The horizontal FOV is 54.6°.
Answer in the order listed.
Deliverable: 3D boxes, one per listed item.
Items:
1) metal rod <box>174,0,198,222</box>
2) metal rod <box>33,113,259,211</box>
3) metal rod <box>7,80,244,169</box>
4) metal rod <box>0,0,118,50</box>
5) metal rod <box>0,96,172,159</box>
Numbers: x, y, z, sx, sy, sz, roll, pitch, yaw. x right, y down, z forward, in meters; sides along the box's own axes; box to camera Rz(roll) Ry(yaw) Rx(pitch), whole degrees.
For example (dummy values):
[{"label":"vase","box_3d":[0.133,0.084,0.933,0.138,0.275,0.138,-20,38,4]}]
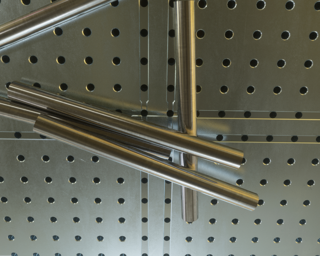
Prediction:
[{"label":"metal rod","box_3d":[0.036,-0.007,0.410,0.025,0.025,0.298,-3,110,1]},{"label":"metal rod","box_3d":[-0.011,0.047,0.402,0.301,0.025,0.025,21,109,-8]},{"label":"metal rod","box_3d":[-0.043,-0.004,0.393,0.301,0.025,0.025,17,109,0]},{"label":"metal rod","box_3d":[-0.176,-0.114,0.369,0.301,0.025,0.025,-20,109,7]},{"label":"metal rod","box_3d":[-0.131,-0.008,0.409,0.302,0.025,0.025,15,109,-6]}]
